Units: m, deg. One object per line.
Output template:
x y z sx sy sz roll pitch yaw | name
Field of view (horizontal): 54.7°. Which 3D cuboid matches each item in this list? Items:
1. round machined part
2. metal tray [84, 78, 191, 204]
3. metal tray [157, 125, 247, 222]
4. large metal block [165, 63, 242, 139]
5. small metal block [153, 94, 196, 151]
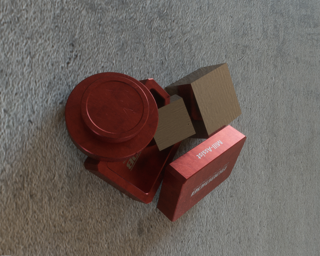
-0.049 -0.016 0.327 0.099 0.042 0.098 4 72 -14 | round machined part
-0.021 0.015 0.384 0.090 0.030 0.130 42 64 -32 | metal tray
0.057 0.060 0.421 0.131 0.030 0.089 -29 144 -36 | metal tray
0.064 -0.039 0.444 0.081 0.050 0.080 -34 111 -35 | large metal block
0.010 -0.007 0.385 0.050 0.025 0.050 -26 111 -8 | small metal block
